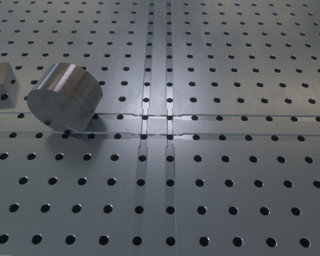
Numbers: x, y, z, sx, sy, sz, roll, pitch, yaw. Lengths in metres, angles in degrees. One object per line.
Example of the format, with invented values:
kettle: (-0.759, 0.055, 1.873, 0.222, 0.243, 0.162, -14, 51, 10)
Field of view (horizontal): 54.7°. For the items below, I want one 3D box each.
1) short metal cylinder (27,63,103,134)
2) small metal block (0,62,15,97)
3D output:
short metal cylinder: (-0.122, -0.037, 0.402, 0.080, 0.080, 0.050, 11, 51, 9)
small metal block: (-0.253, -0.072, 0.466, 0.050, 0.025, 0.050, -6, 50, -5)
